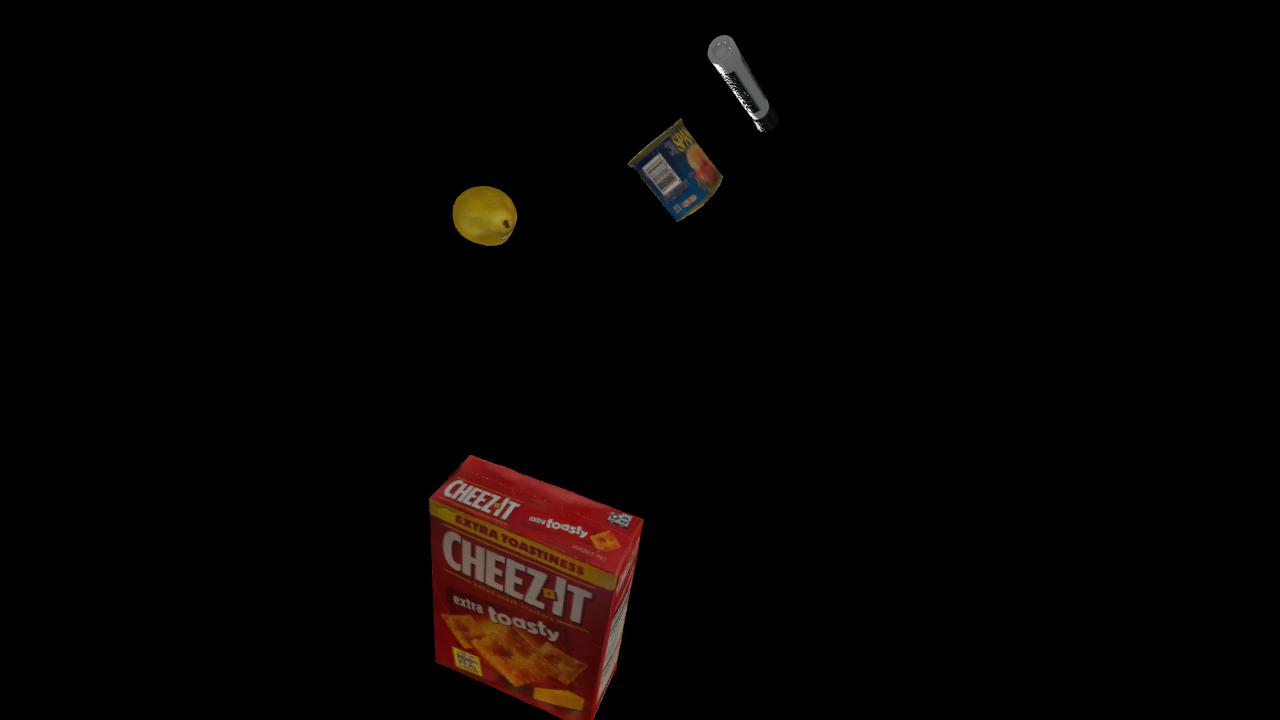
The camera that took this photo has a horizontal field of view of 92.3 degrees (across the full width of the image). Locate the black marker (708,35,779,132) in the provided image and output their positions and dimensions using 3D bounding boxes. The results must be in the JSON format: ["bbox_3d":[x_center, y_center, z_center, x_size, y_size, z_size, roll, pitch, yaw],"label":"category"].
[{"bbox_3d":[0.079,-0.197,0.451,0.020,0.020,0.121,0,-4,26],"label":"black marker"}]

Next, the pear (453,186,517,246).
[{"bbox_3d":[-0.179,-0.177,0.764,0.111,0.080,0.080,20,13,40],"label":"pear"}]

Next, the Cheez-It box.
[{"bbox_3d":[-0.095,0.209,0.543,0.166,0.223,0.071,17,32,12],"label":"Cheez-It box"}]

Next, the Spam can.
[{"bbox_3d":[0.043,-0.212,0.688,0.058,0.085,0.101,-32,16,32],"label":"Spam can"}]
